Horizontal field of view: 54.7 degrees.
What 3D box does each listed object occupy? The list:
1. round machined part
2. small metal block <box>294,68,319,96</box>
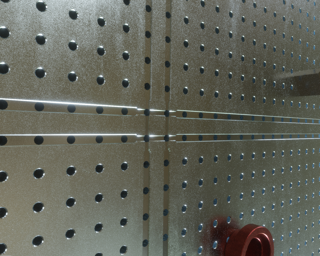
[{"bbox_3d":[0.147,0.211,0.522,0.099,0.042,0.097,0,90,-40],"label":"round machined part"},{"bbox_3d":[0.324,-0.097,0.664,0.025,0.050,0.050,-40,115,-33],"label":"small metal block"}]
